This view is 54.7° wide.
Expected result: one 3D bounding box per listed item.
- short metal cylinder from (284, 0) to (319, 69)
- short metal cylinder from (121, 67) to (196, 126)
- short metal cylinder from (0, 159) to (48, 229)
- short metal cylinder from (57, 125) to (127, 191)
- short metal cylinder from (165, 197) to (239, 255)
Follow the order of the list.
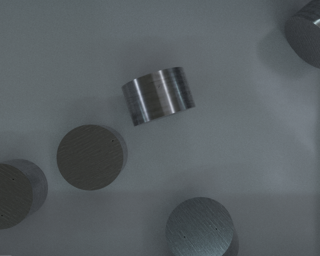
[{"bbox_3d":[0.204,-0.120,0.385,0.050,0.080,0.080,-40,90,0],"label":"short metal cylinder"},{"bbox_3d":[-0.002,-0.038,0.384,0.080,0.080,0.050,-18,90,0],"label":"short metal cylinder"},{"bbox_3d":[-0.193,0.082,0.397,0.081,0.050,0.080,0,90,0],"label":"short metal cylinder"},{"bbox_3d":[-0.084,0.035,0.398,0.081,0.050,0.080,0,90,0],"label":"short metal cylinder"},{"bbox_3d":[0.052,0.132,0.379,0.080,0.050,0.080,-11,49,14],"label":"short metal cylinder"}]
